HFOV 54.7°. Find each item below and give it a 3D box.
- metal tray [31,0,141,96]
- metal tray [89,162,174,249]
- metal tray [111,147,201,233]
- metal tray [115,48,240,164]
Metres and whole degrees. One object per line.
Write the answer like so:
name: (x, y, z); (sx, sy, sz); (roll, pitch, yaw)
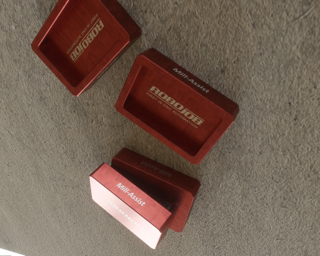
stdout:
metal tray: (-0.096, -0.110, 0.385); (0.090, 0.030, 0.130); (49, 129, -7)
metal tray: (-0.046, 0.118, 0.465); (0.130, 0.030, 0.089); (34, 146, 16)
metal tray: (-0.013, 0.094, 0.469); (0.130, 0.030, 0.089); (23, 127, 14)
metal tray: (0.017, -0.025, 0.379); (0.130, 0.030, 0.089); (35, 129, 5)
